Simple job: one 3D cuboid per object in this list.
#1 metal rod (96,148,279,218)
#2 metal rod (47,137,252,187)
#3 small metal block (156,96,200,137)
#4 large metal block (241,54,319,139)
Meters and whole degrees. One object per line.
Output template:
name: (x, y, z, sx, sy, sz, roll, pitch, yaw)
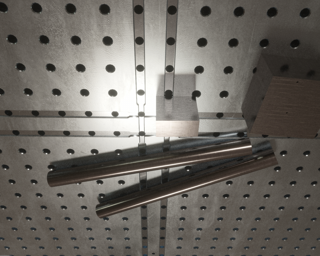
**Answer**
metal rod: (0.032, 0.092, 0.490, 0.301, 0.025, 0.025, -21, 127, 16)
metal rod: (-0.020, 0.052, 0.455, 0.301, 0.025, 0.025, -10, 130, 8)
small metal block: (0.020, -0.015, 0.383, 0.050, 0.050, 0.025, 0, 130, -1)
large metal block: (0.152, -0.036, 0.367, 0.081, 0.050, 0.079, 5, 130, -5)
